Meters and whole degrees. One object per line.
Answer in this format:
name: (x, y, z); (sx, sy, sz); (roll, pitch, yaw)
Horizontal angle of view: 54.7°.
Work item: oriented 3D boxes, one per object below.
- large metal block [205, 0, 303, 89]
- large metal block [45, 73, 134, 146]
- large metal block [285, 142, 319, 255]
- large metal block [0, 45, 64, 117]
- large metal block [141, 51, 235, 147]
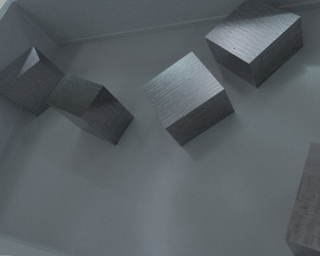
large metal block: (0.119, -0.110, 0.395); (0.080, 0.050, 0.080); (-42, 51, -1)
large metal block: (-0.097, -0.026, 0.438); (0.080, 0.080, 0.050); (21, 73, 36)
large metal block: (0.143, 0.069, 0.253); (0.050, 0.080, 0.080); (12, 68, 33)
large metal block: (-0.214, -0.078, 0.531); (0.080, 0.080, 0.050); (-38, 51, 3)
large metal block: (0.034, -0.037, 0.395); (0.080, 0.050, 0.080); (-34, 51, 6)
